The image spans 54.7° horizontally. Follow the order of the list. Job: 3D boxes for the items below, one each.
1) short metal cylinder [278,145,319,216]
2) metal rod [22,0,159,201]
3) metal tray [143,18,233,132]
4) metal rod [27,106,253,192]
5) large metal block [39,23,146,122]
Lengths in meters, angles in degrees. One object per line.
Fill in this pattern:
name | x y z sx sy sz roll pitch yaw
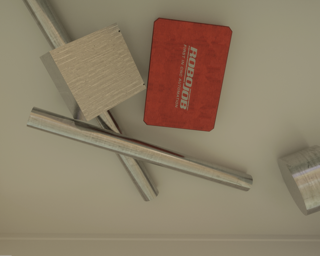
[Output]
short metal cylinder | 0.199 0.069 0.410 0.050 0.080 0.080 -23 109 8
metal rod | -0.080 -0.028 0.399 0.025 0.025 0.299 -25 109 8
metal tray | 0.031 -0.065 0.385 0.091 0.030 0.129 6 110 -3
metal rod | -0.013 0.033 0.402 0.302 0.025 0.025 18 109 -16
large metal block | -0.075 -0.063 0.354 0.080 0.050 0.080 -33 111 -25
